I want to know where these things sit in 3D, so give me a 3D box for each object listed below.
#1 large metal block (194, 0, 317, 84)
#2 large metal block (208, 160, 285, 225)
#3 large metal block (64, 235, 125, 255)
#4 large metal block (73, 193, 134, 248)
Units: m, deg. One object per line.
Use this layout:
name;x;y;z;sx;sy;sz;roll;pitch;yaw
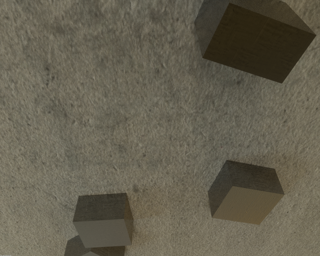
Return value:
large metal block;0.083;-0.094;0.292;0.081;0.080;0.050;15;129;-13
large metal block;0.129;0.101;0.479;0.081;0.050;0.079;11;129;-10
large metal block;-0.125;0.241;0.595;0.080;0.050;0.080;-33;123;25
large metal block;-0.092;0.157;0.523;0.080;0.050;0.080;-4;130;3
